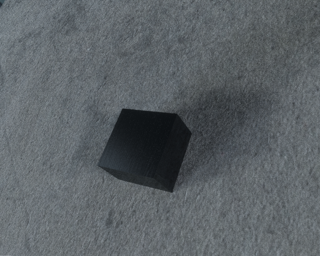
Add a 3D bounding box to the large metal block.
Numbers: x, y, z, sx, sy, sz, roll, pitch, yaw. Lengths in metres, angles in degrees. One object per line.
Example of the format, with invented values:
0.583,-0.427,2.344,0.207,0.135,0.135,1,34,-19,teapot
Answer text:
-0.017,0.026,0.382,0.080,0.050,0.080,7,65,31,large metal block
